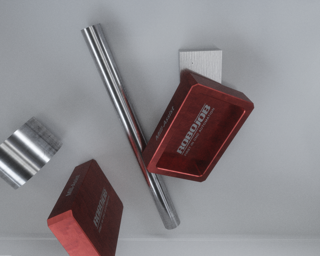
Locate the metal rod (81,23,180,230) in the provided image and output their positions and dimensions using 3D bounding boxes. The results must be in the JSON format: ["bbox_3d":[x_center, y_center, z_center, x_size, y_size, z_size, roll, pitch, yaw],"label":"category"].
[{"bbox_3d":[-0.032,0.012,0.415,0.025,0.025,0.298,-19,109,6],"label":"metal rod"}]

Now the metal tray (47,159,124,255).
[{"bbox_3d":[-0.087,0.108,0.394,0.030,0.130,0.090,-25,109,8],"label":"metal tray"}]

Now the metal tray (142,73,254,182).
[{"bbox_3d":[0.045,0.005,0.388,0.091,0.030,0.129,15,118,-26],"label":"metal tray"}]

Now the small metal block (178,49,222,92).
[{"bbox_3d":[0.049,-0.072,0.386,0.050,0.025,0.050,-2,110,0],"label":"small metal block"}]

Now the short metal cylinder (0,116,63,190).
[{"bbox_3d":[-0.171,0.031,0.391,0.080,0.080,0.050,-39,106,13],"label":"short metal cylinder"}]
